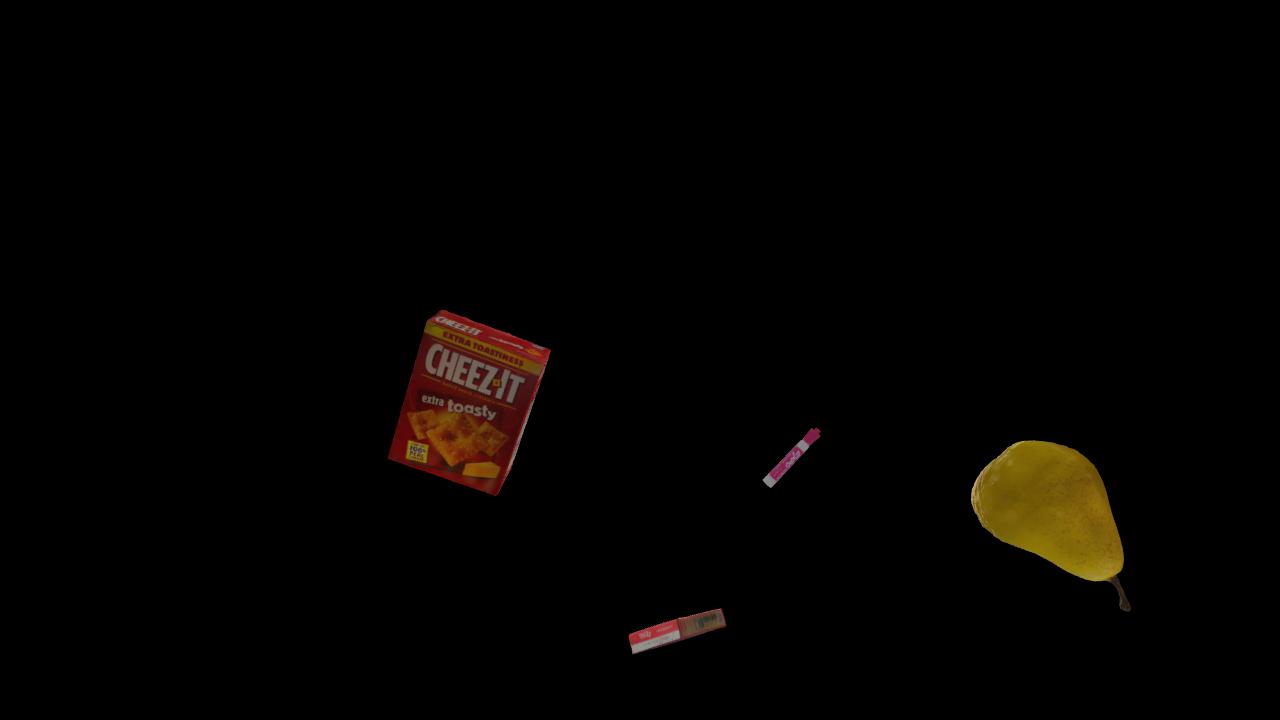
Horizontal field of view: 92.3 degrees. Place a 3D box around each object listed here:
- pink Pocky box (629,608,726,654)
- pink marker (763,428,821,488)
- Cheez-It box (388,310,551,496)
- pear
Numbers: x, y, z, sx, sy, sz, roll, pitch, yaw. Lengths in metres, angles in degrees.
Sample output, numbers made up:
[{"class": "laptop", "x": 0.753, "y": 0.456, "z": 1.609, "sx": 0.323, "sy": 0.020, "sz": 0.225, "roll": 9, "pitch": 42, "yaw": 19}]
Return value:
[{"class": "pink Pocky box", "x": 0.058, "y": 0.396, "z": 0.903, "sx": 0.084, "sy": 0.029, "sz": 0.155, "roll": -28, "pitch": -27, "yaw": 23}, {"class": "pink marker", "x": 0.243, "y": 0.155, "z": 0.981, "sx": 0.020, "sy": 0.121, "sz": 0.020, "roll": 40, "pitch": 9, "yaw": -8}, {"class": "Cheez-It box", "x": -0.239, "y": 0.062, "z": 0.865, "sx": 0.166, "sy": 0.223, "sz": 0.071, "roll": 21, "pitch": 18, "yaw": -5}, {"class": "pear", "x": 0.284, "y": 0.107, "z": 0.409, "sx": 0.080, "sy": 0.080, "sz": 0.111, "roll": 0, "pitch": 36, "yaw": -40}]
